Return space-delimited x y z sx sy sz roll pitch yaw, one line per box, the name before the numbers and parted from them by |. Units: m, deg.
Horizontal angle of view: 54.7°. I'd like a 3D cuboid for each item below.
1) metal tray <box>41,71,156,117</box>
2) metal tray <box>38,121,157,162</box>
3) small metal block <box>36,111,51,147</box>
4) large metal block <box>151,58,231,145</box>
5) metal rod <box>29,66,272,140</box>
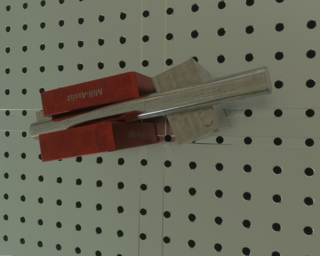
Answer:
metal tray | -0.072 -0.039 0.401 0.130 0.090 0.030 -9 88 19
metal tray | -0.069 0.015 0.380 0.090 0.130 0.030 -10 87 19
small metal block | -0.150 0.000 0.450 0.025 0.050 0.050 -9 87 19
large metal block | 0.040 -0.028 0.367 0.050 0.080 0.080 -24 82 18
metal rod | -0.034 -0.019 0.343 0.300 0.025 0.025 -10 87 28
